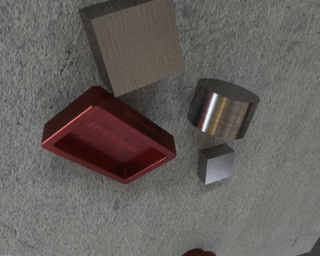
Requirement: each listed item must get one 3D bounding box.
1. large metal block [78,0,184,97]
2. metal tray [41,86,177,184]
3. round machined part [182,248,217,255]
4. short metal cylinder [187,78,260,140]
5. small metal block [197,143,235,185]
[{"bbox_3d":[-0.028,-0.090,0.321,0.081,0.050,0.080,-23,127,-15],"label":"large metal block"},{"bbox_3d":[-0.055,0.016,0.361,0.090,0.030,0.130,-32,134,26],"label":"metal tray"},{"bbox_3d":[0.069,0.277,0.608,0.099,0.042,0.097,-14,125,-21],"label":"round machined part"},{"bbox_3d":[0.081,-0.027,0.401,0.081,0.080,0.050,1,118,-30],"label":"short metal cylinder"},{"bbox_3d":[0.088,0.057,0.493,0.050,0.025,0.050,-14,124,-21],"label":"small metal block"}]
